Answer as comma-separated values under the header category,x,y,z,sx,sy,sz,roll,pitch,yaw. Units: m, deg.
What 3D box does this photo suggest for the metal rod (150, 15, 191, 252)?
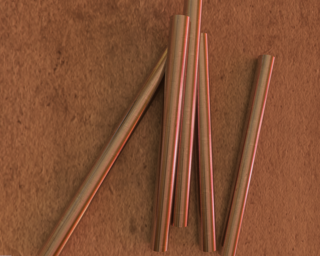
category,x,y,z,sx,sy,sz,roll,pitch,yaw
metal rod,0.012,0.010,0.398,0.025,0.025,0.298,3,95,-20

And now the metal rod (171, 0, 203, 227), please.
category,x,y,z,sx,sy,sz,roll,pitch,yaw
metal rod,0.035,-0.018,0.412,0.025,0.025,0.298,2,93,-20

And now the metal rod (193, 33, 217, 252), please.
category,x,y,z,sx,sy,sz,roll,pitch,yaw
metal rod,0.061,0.020,0.432,0.025,0.025,0.298,-3,91,-20

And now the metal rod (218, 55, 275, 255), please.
category,x,y,z,sx,sy,sz,roll,pitch,yaw
metal rod,0.129,0.038,0.458,0.025,0.025,0.298,14,85,-20

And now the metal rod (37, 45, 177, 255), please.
category,x,y,z,sx,sy,sz,roll,pitch,yaw
metal rod,-0.057,0.024,0.388,0.025,0.025,0.300,34,79,-17
